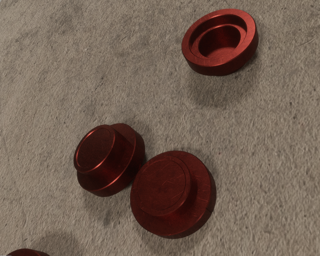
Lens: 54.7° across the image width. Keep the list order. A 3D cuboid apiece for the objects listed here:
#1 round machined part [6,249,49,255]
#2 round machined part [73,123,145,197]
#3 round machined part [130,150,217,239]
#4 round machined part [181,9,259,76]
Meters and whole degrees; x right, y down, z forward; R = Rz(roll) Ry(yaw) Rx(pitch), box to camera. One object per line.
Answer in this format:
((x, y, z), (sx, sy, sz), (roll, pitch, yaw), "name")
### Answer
((-0.153, 0.193, 0.353), (0.098, 0.042, 0.098), (-13, 56, 20), "round machined part")
((-0.071, 0.035, 0.396), (0.098, 0.042, 0.098), (-22, 46, 26), "round machined part")
((0.009, 0.069, 0.345), (0.098, 0.042, 0.098), (-13, 56, 20), "round machined part")
((0.082, -0.109, 0.416), (0.098, 0.042, 0.098), (-13, 56, 20), "round machined part")
